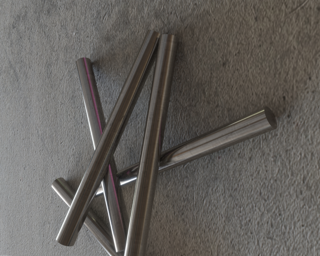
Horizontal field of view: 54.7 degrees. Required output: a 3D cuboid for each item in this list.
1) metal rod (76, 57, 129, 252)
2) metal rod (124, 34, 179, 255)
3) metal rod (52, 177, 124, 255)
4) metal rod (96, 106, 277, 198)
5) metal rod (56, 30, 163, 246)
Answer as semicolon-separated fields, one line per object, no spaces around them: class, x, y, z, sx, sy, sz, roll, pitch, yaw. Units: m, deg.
metal rod;-0.084;0.023;0.450;0.025;0.025;0.299;-35;61;34
metal rod;-0.011;0.032;0.382;0.025;0.025;0.298;5;83;40
metal rod;-0.080;0.169;0.471;0.300;0.025;0.025;34;111;34
metal rod;0.004;0.044;0.401;0.299;0.025;0.025;-27;73;36
metal rod;-0.065;0.013;0.410;0.025;0.025;0.299;23;90;37
